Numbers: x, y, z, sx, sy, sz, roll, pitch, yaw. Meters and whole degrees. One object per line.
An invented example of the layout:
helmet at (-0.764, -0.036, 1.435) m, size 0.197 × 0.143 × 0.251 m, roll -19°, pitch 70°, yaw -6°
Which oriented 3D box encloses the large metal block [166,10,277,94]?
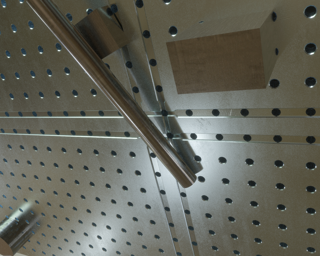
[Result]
large metal block at (0.063, -0.073, 0.296) m, size 0.080 × 0.080 × 0.050 m, roll -1°, pitch 118°, yaw 28°

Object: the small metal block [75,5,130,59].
small metal block at (-0.074, -0.113, 0.379) m, size 0.050 × 0.025 × 0.050 m, roll -20°, pitch 108°, yaw 35°

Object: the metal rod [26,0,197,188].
metal rod at (-0.048, -0.036, 0.389) m, size 0.025 × 0.025 × 0.300 m, roll -25°, pitch 112°, yaw 36°

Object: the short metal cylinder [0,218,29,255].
short metal cylinder at (-0.367, 0.265, 0.748) m, size 0.080 × 0.050 × 0.079 m, roll 13°, pitch 124°, yaw 20°
